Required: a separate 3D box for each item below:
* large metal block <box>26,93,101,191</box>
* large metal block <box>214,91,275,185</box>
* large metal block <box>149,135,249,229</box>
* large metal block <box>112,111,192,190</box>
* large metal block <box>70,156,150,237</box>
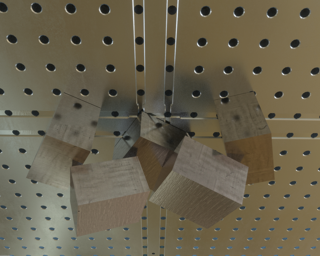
[{"bbox_3d":[-0.119,0.017,0.388,0.050,0.080,0.080,24,126,-19],"label":"large metal block"},{"bbox_3d":[0.105,0.014,0.389,0.050,0.080,0.080,-13,129,10],"label":"large metal block"},{"bbox_3d":[0.043,0.066,0.361,0.080,0.050,0.080,27,140,-3],"label":"large metal block"},{"bbox_3d":[-0.011,0.035,0.424,0.080,0.050,0.080,26,125,-21],"label":"large metal block"},{"bbox_3d":[-0.065,0.084,0.380,0.081,0.050,0.079,-7,141,-22],"label":"large metal block"}]
